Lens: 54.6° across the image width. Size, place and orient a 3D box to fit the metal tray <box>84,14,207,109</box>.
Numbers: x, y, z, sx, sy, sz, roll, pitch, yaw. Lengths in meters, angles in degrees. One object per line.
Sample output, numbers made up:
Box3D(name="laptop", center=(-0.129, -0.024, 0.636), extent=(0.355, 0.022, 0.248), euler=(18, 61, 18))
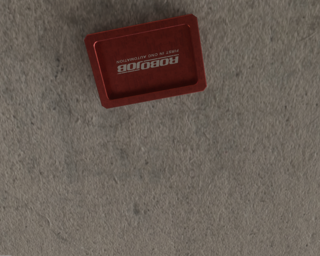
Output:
Box3D(name="metal tray", center=(-0.015, -0.080, 0.377), extent=(0.131, 0.030, 0.090), euler=(-10, 110, 3))
